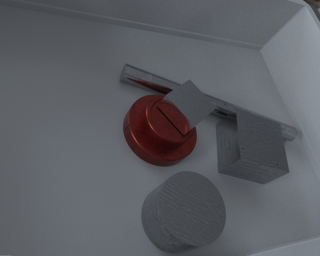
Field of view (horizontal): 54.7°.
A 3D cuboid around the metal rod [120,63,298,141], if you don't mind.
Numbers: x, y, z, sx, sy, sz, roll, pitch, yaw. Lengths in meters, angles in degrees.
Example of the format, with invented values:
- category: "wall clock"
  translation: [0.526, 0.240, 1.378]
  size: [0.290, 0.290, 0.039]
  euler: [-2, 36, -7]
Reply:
- category: "metal rod"
  translation: [0.086, -0.033, 0.474]
  size: [0.302, 0.025, 0.025]
  euler: [18, 55, -18]

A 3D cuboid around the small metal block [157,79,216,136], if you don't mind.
- category: "small metal block"
  translation: [0.034, -0.026, 0.388]
  size: [0.050, 0.025, 0.050]
  euler: [48, 51, 5]

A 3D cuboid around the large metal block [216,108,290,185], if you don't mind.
- category: "large metal block"
  translation: [0.130, 0.028, 0.445]
  size: [0.081, 0.050, 0.080]
  euler: [17, 55, -19]

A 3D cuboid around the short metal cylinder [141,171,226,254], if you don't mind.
- category: "short metal cylinder"
  translation: [0.026, 0.095, 0.347]
  size: [0.081, 0.050, 0.080]
  euler: [14, 56, -21]

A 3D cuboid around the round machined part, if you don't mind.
- category: "round machined part"
  translation: [0.006, -0.003, 0.401]
  size: [0.099, 0.042, 0.098]
  euler: [14, 56, -21]
